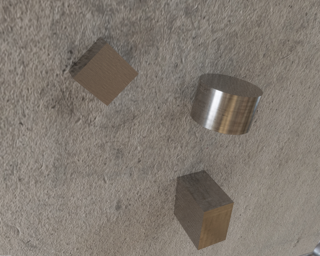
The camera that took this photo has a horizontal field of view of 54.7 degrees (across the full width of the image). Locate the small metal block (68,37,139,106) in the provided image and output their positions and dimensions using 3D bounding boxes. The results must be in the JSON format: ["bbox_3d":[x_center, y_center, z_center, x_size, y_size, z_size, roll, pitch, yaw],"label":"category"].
[{"bbox_3d":[-0.061,-0.061,0.336,0.050,0.025,0.050,-46,129,4],"label":"small metal block"}]

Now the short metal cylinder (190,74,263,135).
[{"bbox_3d":[0.084,-0.033,0.397,0.081,0.080,0.050,-3,120,-27],"label":"short metal cylinder"}]

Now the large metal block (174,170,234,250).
[{"bbox_3d":[0.065,0.126,0.484,0.050,0.080,0.079,-11,123,-23],"label":"large metal block"}]
